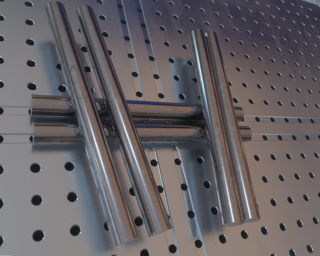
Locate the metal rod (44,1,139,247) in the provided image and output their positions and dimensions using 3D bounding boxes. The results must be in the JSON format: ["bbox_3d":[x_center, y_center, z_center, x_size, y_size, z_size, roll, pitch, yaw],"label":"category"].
[{"bbox_3d":[-0.083,-0.022,0.345,0.025,0.025,0.299,-8,66,-32],"label":"metal rod"}]

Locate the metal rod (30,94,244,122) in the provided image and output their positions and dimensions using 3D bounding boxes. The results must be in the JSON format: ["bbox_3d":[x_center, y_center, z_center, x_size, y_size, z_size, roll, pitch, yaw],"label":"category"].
[{"bbox_3d":[-0.010,-0.023,0.417,0.302,0.025,0.025,1,62,-28],"label":"metal rod"}]

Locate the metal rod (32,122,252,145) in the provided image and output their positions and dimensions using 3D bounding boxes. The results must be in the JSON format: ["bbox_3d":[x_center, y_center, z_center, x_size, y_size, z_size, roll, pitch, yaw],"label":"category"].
[{"bbox_3d":[-0.002,0.007,0.403,0.302,0.025,0.025,1,62,-28],"label":"metal rod"}]

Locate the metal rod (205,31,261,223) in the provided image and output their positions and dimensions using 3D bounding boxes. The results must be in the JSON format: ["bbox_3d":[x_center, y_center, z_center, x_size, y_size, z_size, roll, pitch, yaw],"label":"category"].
[{"bbox_3d":[0.094,-0.021,0.440,0.025,0.025,0.299,9,58,-24],"label":"metal rod"}]

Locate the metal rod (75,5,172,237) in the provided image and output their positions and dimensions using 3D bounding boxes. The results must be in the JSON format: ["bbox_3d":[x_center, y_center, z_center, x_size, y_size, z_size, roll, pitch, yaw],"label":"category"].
[{"bbox_3d":[-0.050,-0.025,0.364,0.025,0.025,0.299,-8,66,-32],"label":"metal rod"}]

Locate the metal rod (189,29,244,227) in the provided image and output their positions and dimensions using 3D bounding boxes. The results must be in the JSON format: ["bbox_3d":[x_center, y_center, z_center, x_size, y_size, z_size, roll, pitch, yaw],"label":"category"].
[{"bbox_3d":[0.071,-0.020,0.427,0.025,0.025,0.299,9,58,-24],"label":"metal rod"}]
